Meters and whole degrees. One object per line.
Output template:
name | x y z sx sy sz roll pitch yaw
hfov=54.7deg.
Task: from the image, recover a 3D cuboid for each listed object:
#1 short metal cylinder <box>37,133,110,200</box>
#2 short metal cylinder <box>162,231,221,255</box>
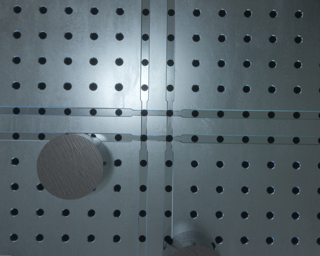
short metal cylinder | -0.109 0.047 0.400 0.081 0.050 0.079 0 90 0
short metal cylinder | 0.043 0.182 0.401 0.081 0.050 0.079 0 90 0
